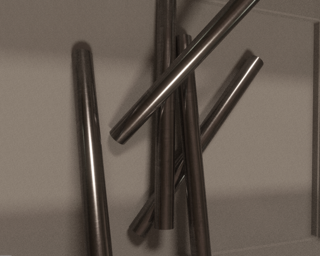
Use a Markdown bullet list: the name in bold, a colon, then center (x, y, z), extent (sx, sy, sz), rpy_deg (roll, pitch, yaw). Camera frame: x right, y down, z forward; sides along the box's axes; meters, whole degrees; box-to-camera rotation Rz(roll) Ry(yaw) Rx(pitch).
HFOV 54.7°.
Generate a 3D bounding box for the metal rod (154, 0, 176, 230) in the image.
- **metal rod**: center (0.007, -0.025, 0.399), extent (0.025, 0.025, 0.298), rpy_deg (3, 83, -20)

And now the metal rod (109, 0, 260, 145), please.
- **metal rod**: center (0.047, -0.093, 0.360), extent (0.025, 0.025, 0.299), rpy_deg (40, 104, -16)

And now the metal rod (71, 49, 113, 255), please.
- **metal rod**: center (-0.071, 0.047, 0.321), extent (0.025, 0.025, 0.299), rpy_deg (-2, 66, -20)

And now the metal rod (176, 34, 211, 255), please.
- **metal rod**: center (0.041, 0.024, 0.402), extent (0.025, 0.025, 0.298), rpy_deg (-1, 81, -20)

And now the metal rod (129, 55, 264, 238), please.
- **metal rod**: center (0.057, 0.017, 0.432), extent (0.025, 0.025, 0.300), rpy_deg (40, 77, -16)
